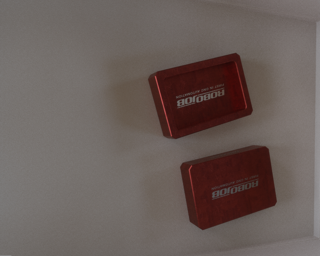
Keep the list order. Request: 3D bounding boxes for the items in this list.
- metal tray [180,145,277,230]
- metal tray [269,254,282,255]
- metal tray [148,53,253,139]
[{"bbox_3d":[0.100,0.082,0.445,0.131,0.030,0.089,-11,94,-20],"label":"metal tray"},{"bbox_3d":[0.145,0.219,0.431,0.131,0.090,0.030,-3,92,-20],"label":"metal tray"},{"bbox_3d":[0.058,-0.045,0.428,0.131,0.030,0.089,-17,96,-19],"label":"metal tray"}]
